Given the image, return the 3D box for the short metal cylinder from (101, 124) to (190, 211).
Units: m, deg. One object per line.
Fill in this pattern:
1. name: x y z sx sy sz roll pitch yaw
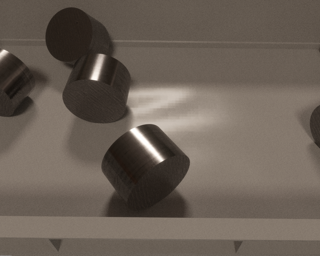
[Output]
1. short metal cylinder: -0.015 0.042 0.334 0.081 0.080 0.050 -30 56 -23

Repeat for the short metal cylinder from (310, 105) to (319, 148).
1. short metal cylinder: 0.233 -0.003 0.375 0.050 0.080 0.080 -24 54 -19

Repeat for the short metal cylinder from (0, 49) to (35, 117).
1. short metal cylinder: -0.219 -0.061 0.418 0.080 0.080 0.050 14 52 11

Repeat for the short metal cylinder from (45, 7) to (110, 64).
1. short metal cylinder: -0.125 -0.136 0.475 0.080 0.050 0.079 0 89 19

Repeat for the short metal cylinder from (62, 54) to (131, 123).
1. short metal cylinder: -0.082 -0.051 0.411 0.080 0.080 0.050 3 50 2
